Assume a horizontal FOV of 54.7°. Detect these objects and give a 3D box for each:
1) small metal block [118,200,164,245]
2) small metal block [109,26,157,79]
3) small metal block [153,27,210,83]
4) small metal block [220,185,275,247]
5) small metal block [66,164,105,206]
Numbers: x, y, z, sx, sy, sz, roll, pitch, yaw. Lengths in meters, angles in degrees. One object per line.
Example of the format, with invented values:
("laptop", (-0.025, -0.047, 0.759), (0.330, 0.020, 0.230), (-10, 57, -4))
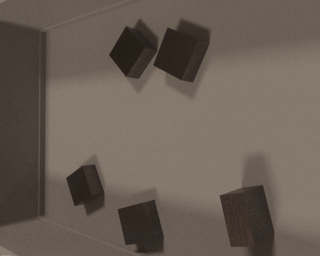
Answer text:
("small metal block", (-0.027, 0.130, 0.427), (0.050, 0.025, 0.050), (-24, 75, 37))
("small metal block", (-0.039, -0.106, 0.437), (0.050, 0.025, 0.050), (-52, 60, 27))
("small metal block", (0.025, -0.090, 0.384), (0.050, 0.025, 0.050), (35, 111, 34))
("small metal block", (0.090, 0.088, 0.316), (0.025, 0.050, 0.050), (-18, 79, 38))
("small metal block", (-0.123, 0.093, 0.505), (0.050, 0.025, 0.050), (-35, 69, 34))
